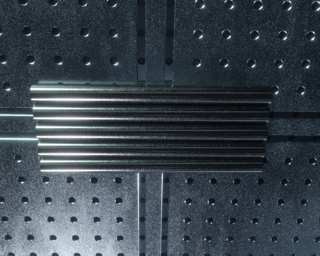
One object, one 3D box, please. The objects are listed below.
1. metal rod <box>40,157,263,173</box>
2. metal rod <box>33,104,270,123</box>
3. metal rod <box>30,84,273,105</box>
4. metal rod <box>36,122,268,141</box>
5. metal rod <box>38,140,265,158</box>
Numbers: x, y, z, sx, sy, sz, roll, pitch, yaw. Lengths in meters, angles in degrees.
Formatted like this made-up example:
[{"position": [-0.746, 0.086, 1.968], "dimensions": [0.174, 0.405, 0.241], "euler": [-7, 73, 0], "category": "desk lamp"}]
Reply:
[{"position": [-0.010, 0.050, 0.432], "dimensions": [0.302, 0.025, 0.025], "euler": [0, 110, -1], "category": "metal rod"}, {"position": [-0.010, -0.020, 0.406], "dimensions": [0.302, 0.025, 0.025], "euler": [0, 110, -1], "category": "metal rod"}, {"position": [-0.009, -0.043, 0.397], "dimensions": [0.302, 0.025, 0.025], "euler": [0, 110, -1], "category": "metal rod"}, {"position": [-0.010, 0.005, 0.415], "dimensions": [0.302, 0.025, 0.025], "euler": [0, 110, -1], "category": "metal rod"}, {"position": [-0.010, 0.028, 0.423], "dimensions": [0.302, 0.025, 0.025], "euler": [0, 110, -1], "category": "metal rod"}]
